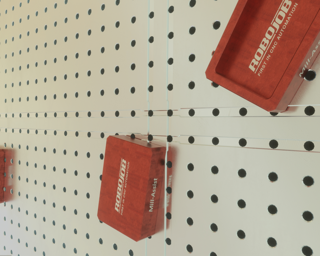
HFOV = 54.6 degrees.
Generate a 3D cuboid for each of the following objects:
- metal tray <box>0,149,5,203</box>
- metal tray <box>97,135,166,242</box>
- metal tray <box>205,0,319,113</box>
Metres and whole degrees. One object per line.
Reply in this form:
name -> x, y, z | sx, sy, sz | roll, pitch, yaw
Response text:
metal tray -> -0.413, 0.112, 0.750 | 0.090, 0.030, 0.129 | 5, 93, 40
metal tray -> -0.043, 0.082, 0.443 | 0.090, 0.030, 0.129 | 14, 99, 39
metal tray -> 0.112, -0.092, 0.313 | 0.090, 0.030, 0.129 | 37, 112, 34
